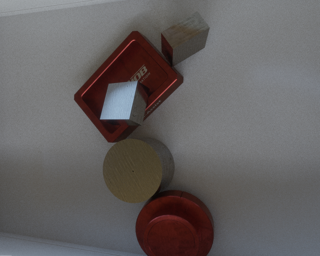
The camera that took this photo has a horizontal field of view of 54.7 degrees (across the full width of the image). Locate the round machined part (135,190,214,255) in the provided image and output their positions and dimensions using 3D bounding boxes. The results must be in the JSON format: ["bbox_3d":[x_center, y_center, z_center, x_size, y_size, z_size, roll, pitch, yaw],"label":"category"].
[{"bbox_3d":[0.017,0.131,0.384,0.098,0.042,0.097,2,100,11],"label":"round machined part"}]

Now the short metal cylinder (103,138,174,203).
[{"bbox_3d":[-0.027,0.053,0.406,0.080,0.050,0.079,0,90,19],"label":"short metal cylinder"}]

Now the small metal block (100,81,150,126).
[{"bbox_3d":[-0.045,-0.031,0.398,0.050,0.025,0.050,1,73,36],"label":"small metal block"}]

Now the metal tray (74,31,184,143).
[{"bbox_3d":[-0.045,-0.054,0.422,0.130,0.030,0.090,-44,77,14],"label":"metal tray"}]

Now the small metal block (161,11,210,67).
[{"bbox_3d":[0.030,-0.107,0.378,0.050,0.050,0.025,-32,79,-6],"label":"small metal block"}]
